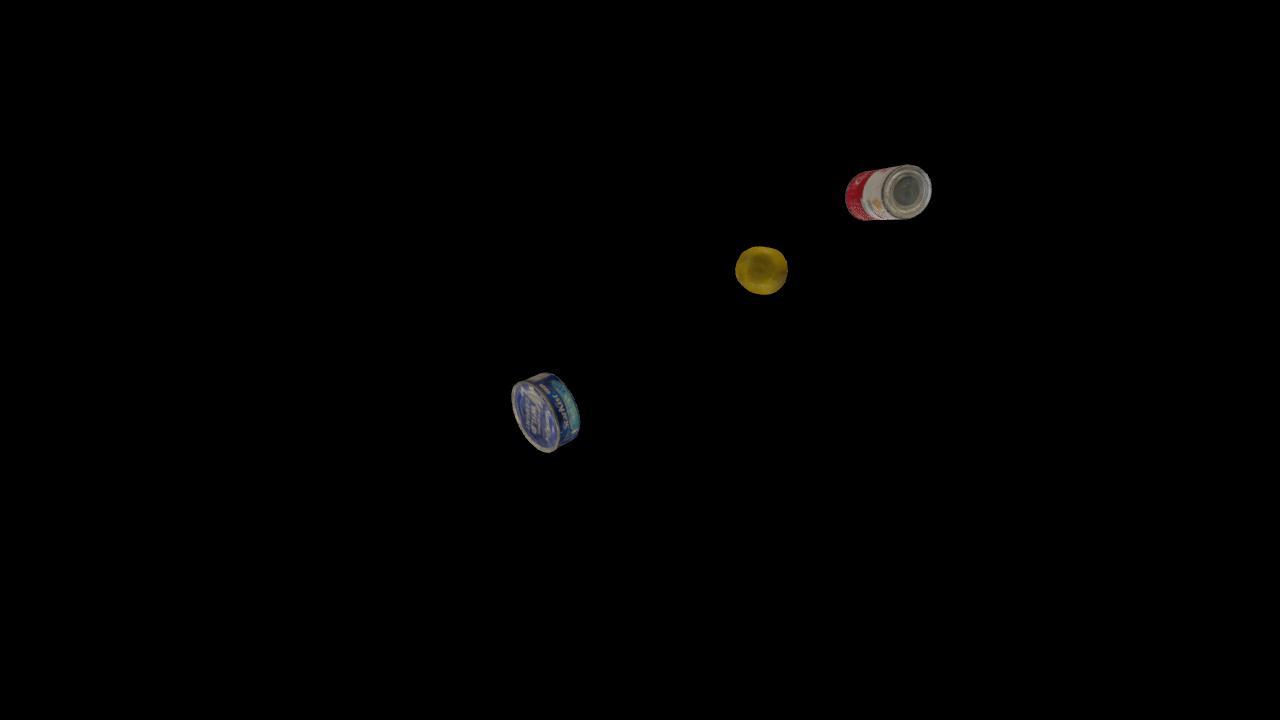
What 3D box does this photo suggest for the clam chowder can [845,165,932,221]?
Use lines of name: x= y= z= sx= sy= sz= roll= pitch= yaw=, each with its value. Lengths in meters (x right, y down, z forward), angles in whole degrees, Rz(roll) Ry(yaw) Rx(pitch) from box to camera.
clam chowder can: x=0.323 y=-0.217 z=0.805 sx=0.068 sy=0.068 sz=0.102 roll=0 pitch=13 yaw=-8

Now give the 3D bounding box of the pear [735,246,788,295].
pear: x=0.196 y=-0.141 z=0.972 sx=0.080 sy=0.080 sz=0.111 roll=0 pitch=7 yaw=21

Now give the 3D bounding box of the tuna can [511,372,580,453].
tuna can: x=-0.103 y=0.057 z=0.673 sx=0.034 sy=0.084 sz=0.084 roll=-26 pitch=16 yaw=-38
